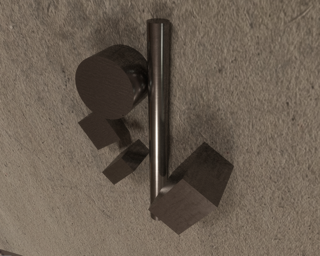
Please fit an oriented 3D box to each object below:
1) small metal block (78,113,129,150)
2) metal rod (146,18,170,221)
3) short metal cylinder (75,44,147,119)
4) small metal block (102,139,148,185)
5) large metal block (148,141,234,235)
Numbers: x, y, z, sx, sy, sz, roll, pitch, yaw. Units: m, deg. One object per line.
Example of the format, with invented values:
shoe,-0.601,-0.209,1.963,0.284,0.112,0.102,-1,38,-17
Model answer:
small metal block,-0.081,-0.002,0.447,0.050,0.025,0.050,-24,106,36
metal rod,-0.002,0.011,0.413,0.025,0.025,0.298,13,124,20
short metal cylinder,-0.056,-0.057,0.383,0.080,0.050,0.079,13,124,20
small metal block,-0.048,0.048,0.444,0.025,0.050,0.050,48,129,-6
large metal block,0.041,0.076,0.396,0.050,0.080,0.080,40,129,0
